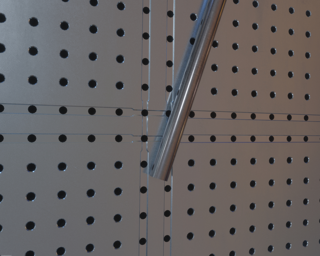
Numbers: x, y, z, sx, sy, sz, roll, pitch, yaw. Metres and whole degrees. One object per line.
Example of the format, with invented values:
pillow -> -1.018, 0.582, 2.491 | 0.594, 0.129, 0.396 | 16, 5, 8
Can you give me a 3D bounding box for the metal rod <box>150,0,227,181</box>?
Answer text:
metal rod -> 0.045, -0.074, 0.428 | 0.025, 0.025, 0.299 | 21, 83, -19
